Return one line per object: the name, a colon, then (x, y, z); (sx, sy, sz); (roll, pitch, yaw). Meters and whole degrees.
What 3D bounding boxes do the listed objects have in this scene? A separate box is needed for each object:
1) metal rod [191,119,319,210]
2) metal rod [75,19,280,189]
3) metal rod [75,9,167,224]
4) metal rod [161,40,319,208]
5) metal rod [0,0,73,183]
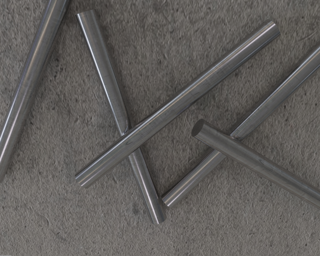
metal rod: (0.171, 0.070, 0.419); (0.301, 0.025, 0.025); (29, 108, -17)
metal rod: (0.017, -0.026, 0.381); (0.300, 0.025, 0.025); (-39, 106, 5)
metal rod: (-0.044, 0.000, 0.409); (0.025, 0.025, 0.298); (-15, 110, 5)
metal rod: (0.110, 0.001, 0.410); (0.025, 0.025, 0.299); (40, 105, -13)
metal rod: (-0.165, -0.054, 0.388); (0.025, 0.025, 0.298); (26, 108, -9)
